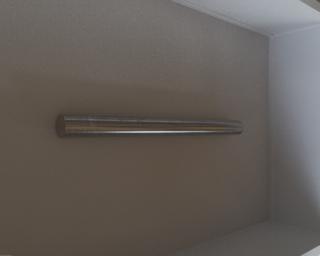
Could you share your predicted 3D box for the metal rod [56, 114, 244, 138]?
[{"bbox_3d":[0.013,-0.001,0.417,0.302,0.025,0.025,0,90,-40],"label":"metal rod"}]
